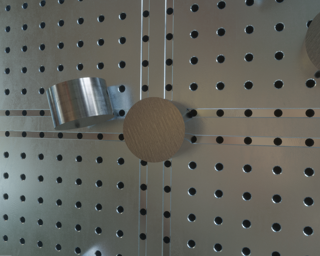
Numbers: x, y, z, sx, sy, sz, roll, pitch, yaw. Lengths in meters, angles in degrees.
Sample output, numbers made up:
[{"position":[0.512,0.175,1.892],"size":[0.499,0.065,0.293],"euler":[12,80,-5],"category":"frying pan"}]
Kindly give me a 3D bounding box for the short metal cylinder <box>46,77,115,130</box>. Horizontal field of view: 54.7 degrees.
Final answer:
[{"position":[-0.107,-0.031,0.420],"size":[0.080,0.080,0.050],"euler":[-16,85,19],"category":"short metal cylinder"}]

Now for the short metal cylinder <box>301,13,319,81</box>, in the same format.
[{"position":[0.197,-0.089,0.330],"size":[0.080,0.050,0.079],"euler":[0,90,19],"category":"short metal cylinder"}]

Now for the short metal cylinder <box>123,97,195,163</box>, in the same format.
[{"position":[0.000,0.002,0.399],"size":[0.080,0.050,0.079],"euler":[0,90,19],"category":"short metal cylinder"}]
